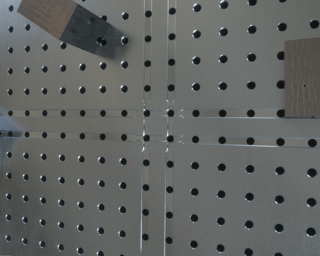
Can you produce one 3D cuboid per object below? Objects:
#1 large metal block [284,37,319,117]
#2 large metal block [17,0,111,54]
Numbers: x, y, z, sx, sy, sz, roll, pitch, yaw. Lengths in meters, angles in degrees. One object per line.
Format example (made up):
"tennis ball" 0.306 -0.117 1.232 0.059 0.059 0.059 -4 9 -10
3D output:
"large metal block" 0.178 -0.053 0.336 0.080 0.050 0.080 0 90 20
"large metal block" -0.130 -0.153 0.430 0.080 0.080 0.050 35 102 16
